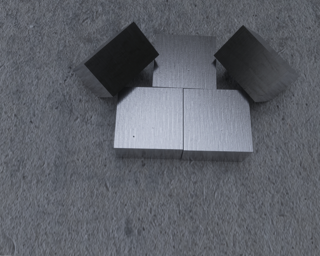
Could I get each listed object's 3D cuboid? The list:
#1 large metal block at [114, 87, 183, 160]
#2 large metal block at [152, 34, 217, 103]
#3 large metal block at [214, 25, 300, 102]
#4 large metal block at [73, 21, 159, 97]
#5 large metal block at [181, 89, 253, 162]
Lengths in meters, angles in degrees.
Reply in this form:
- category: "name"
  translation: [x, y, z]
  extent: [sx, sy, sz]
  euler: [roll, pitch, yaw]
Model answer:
- category: "large metal block"
  translation: [-0.013, -0.005, 0.397]
  extent: [0.081, 0.050, 0.080]
  euler: [1, 70, 0]
- category: "large metal block"
  translation: [0.033, -0.079, 0.426]
  extent: [0.081, 0.050, 0.080]
  euler: [3, 70, 0]
- category: "large metal block"
  translation: [0.128, -0.081, 0.405]
  extent: [0.050, 0.080, 0.080]
  euler: [-45, 72, 27]
- category: "large metal block"
  translation: [-0.060, -0.085, 0.403]
  extent: [0.080, 0.080, 0.050]
  euler: [-45, 111, -15]
- category: "large metal block"
  translation: [0.069, -0.002, 0.396]
  extent: [0.081, 0.050, 0.080]
  euler: [1, 70, 0]
